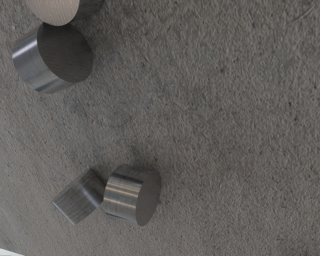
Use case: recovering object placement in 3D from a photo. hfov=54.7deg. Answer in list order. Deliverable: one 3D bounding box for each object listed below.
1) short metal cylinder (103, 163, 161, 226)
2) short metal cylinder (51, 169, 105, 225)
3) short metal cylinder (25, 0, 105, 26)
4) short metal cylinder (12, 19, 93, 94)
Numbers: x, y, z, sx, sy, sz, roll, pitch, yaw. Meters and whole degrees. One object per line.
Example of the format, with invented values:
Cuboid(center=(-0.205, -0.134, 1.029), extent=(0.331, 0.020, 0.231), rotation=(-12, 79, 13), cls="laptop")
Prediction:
Cuboid(center=(-0.038, 0.096, 0.451), extent=(0.050, 0.080, 0.079), rotation=(10, 123, 23), cls="short metal cylinder")
Cuboid(center=(-0.130, 0.112, 0.509), extent=(0.080, 0.080, 0.050), rotation=(-34, 99, 38), cls="short metal cylinder")
Cuboid(center=(-0.108, -0.161, 0.348), extent=(0.080, 0.050, 0.079), rotation=(13, 124, 21), cls="short metal cylinder")
Cuboid(center=(-0.132, -0.088, 0.387), extent=(0.050, 0.080, 0.080), rotation=(-15, 111, 34), cls="short metal cylinder")
